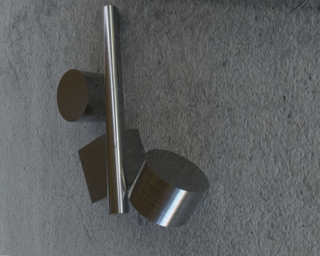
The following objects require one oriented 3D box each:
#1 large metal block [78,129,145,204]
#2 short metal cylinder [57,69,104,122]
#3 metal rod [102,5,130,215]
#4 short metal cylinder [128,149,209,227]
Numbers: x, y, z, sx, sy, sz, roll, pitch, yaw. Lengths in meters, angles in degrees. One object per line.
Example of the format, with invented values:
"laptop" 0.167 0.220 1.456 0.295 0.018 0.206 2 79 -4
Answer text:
"large metal block" -0.064 0.054 0.442 0.080 0.050 0.080 -30 71 36
"short metal cylinder" -0.117 -0.049 0.485 0.080 0.050 0.079 0 90 40
"metal rod" -0.061 -0.038 0.413 0.025 0.025 0.299 -23 63 37
"short metal cylinder" 0.009 0.068 0.361 0.080 0.081 0.050 40 114 33
